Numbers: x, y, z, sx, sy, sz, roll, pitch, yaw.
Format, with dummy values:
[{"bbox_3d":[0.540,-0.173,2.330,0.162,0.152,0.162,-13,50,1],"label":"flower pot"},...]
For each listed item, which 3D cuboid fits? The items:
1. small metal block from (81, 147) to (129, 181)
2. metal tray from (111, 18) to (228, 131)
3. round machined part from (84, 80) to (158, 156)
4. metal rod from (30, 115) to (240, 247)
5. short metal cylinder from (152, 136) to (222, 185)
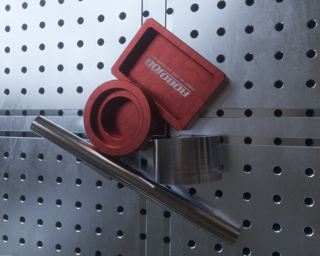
[{"bbox_3d":[-0.075,0.038,0.438,0.050,0.025,0.050,30,99,17],"label":"small metal block"},{"bbox_3d":[0.010,-0.069,0.405,0.130,0.030,0.090,42,102,15],"label":"metal tray"},{"bbox_3d":[-0.048,-0.013,0.411,0.098,0.042,0.097,0,90,21],"label":"round machined part"},{"bbox_3d":[-0.038,0.065,0.403,0.301,0.025,0.025,28,99,8],"label":"metal rod"},{"bbox_3d":[0.032,0.036,0.370,0.080,0.080,0.050,-4,89,19],"label":"short metal cylinder"}]
